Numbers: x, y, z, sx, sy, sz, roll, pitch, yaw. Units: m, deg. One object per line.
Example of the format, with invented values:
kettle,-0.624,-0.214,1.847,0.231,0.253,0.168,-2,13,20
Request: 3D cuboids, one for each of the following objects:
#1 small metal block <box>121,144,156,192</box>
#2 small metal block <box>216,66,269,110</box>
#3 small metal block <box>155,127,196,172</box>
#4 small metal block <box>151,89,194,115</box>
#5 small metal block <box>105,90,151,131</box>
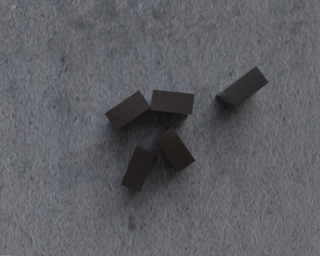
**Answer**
small metal block,-0.026,0.049,0.397,0.025,0.050,0.050,22,90,0
small metal block,0.104,-0.050,0.399,0.050,0.050,0.025,-37,90,0
small metal block,0.018,0.026,0.398,0.025,0.050,0.050,-34,90,0
small metal block,0.015,-0.031,0.398,0.050,0.050,0.025,6,90,-1
small metal block,-0.039,-0.021,0.397,0.050,0.050,0.025,-35,90,0
